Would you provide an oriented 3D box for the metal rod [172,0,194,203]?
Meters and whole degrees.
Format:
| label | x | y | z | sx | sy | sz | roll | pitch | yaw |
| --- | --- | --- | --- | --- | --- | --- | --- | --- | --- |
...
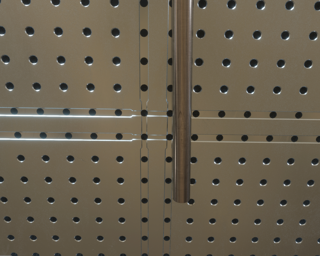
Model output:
| label | x | y | z | sx | sy | sz | roll | pitch | yaw |
| --- | --- | --- | --- | --- | --- | --- | --- | --- | --- |
| metal rod | 0.029 | -0.038 | 0.399 | 0.025 | 0.025 | 0.298 | -1 | 110 | 0 |
